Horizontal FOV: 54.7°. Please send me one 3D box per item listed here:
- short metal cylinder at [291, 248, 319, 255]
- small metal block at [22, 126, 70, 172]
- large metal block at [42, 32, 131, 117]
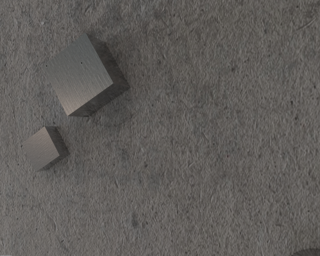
[{"bbox_3d":[0.174,0.179,0.334,0.080,0.050,0.080,0,90,20],"label":"short metal cylinder"},{"bbox_3d":[-0.173,0.032,0.470,0.050,0.025,0.050,-33,79,17],"label":"small metal block"},{"bbox_3d":[-0.102,-0.070,0.432,0.080,0.050,0.080,-32,80,17],"label":"large metal block"}]
